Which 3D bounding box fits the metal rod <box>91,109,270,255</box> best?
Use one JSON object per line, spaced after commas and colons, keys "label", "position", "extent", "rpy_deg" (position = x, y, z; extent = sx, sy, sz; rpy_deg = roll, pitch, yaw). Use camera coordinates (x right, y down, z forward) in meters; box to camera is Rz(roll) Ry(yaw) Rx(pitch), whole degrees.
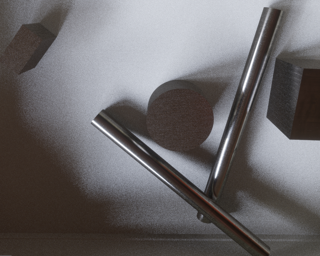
{"label": "metal rod", "position": [0.032, 0.081, 0.421], "extent": [0.300, 0.025, 0.025], "rpy_deg": [40, 105, -6]}

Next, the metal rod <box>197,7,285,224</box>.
{"label": "metal rod", "position": [0.100, -0.002, 0.412], "extent": [0.025, 0.025, 0.298], "rpy_deg": [12, 110, -5]}

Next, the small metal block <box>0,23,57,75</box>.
{"label": "small metal block", "position": [-0.153, -0.093, 0.361], "extent": [0.025, 0.050, 0.050], "rpy_deg": [39, 105, -13]}

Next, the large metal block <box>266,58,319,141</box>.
{"label": "large metal block", "position": [0.172, -0.037, 0.371], "extent": [0.050, 0.080, 0.079], "rpy_deg": [2, 110, -1]}

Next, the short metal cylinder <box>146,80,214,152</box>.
{"label": "short metal cylinder", "position": [0.024, -0.017, 0.392], "extent": [0.081, 0.050, 0.079], "rpy_deg": [0, 110, -1]}
